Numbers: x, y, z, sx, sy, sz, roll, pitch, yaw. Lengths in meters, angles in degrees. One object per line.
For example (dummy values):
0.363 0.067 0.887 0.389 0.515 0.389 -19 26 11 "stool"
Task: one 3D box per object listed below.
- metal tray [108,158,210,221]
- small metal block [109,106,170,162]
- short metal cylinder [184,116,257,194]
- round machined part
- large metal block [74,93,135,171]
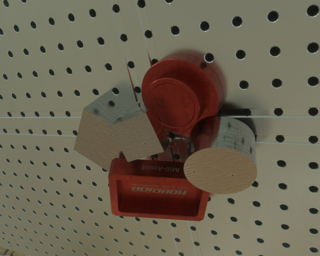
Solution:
-0.001 0.086 0.425 0.131 0.030 0.089 4 130 0 "metal tray"
-0.024 0.008 0.368 0.050 0.025 0.050 -18 106 23 "small metal block"
0.071 0.033 0.363 0.080 0.050 0.079 7 133 8 "short metal cylinder"
0.021 -0.034 0.368 0.098 0.042 0.097 13 124 21 "round machined part"
-0.067 0.011 0.437 0.080 0.050 0.079 31 128 8 "large metal block"
